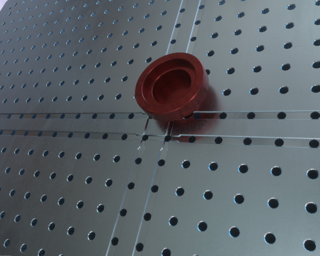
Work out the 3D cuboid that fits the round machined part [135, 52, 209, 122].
[{"bbox_3d":[0.019,-0.051,0.419,0.098,0.042,0.098,-13,56,21],"label":"round machined part"}]
